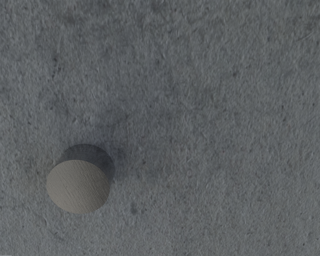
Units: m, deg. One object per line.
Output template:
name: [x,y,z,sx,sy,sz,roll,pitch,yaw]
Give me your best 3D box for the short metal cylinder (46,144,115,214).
short metal cylinder: [-0.105,0.068,0.420,0.081,0.050,0.079,0,110,-1]
